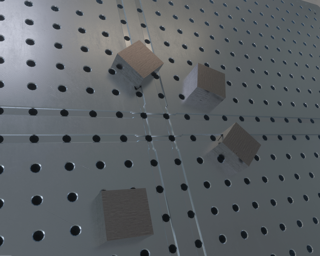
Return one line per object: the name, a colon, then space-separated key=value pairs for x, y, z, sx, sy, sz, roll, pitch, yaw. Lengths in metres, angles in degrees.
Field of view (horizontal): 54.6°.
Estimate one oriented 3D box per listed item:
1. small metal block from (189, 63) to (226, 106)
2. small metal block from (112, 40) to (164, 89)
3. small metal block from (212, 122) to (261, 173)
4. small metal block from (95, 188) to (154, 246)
small metal block: x=0.075 y=-0.069 z=0.490 sx=0.050 sy=0.025 sz=0.050 roll=18 pitch=55 yaw=-18
small metal block: x=-0.031 y=-0.092 z=0.447 sx=0.050 sy=0.025 sz=0.050 roll=44 pitch=51 yaw=2
small metal block: x=0.112 y=0.028 z=0.451 sx=0.050 sy=0.025 sz=0.050 roll=43 pitch=51 yaw=1
small metal block: x=-0.039 y=0.093 z=0.330 sx=0.050 sy=0.025 sz=0.050 roll=2 pitch=61 yaw=-27
